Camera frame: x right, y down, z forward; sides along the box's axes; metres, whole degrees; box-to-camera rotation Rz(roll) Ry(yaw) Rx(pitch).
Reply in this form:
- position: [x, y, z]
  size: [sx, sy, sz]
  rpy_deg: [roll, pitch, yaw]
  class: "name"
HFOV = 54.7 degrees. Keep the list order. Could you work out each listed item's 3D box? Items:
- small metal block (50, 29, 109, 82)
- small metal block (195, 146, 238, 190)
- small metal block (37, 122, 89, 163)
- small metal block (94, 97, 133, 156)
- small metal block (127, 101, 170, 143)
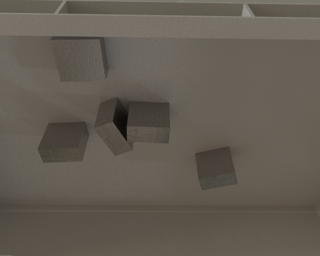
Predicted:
- position: [-0.086, -0.079, 0.341]
  size: [0.050, 0.025, 0.050]
  rpy_deg: [-1, 130, 0]
  class: "small metal block"
- position: [0.080, 0.057, 0.442]
  size: [0.050, 0.050, 0.025]
  rpy_deg: [-13, 129, 10]
  class: "small metal block"
- position: [-0.125, 0.018, 0.407]
  size: [0.050, 0.050, 0.025]
  rpy_deg: [-2, 130, 1]
  class: "small metal block"
- position: [-0.055, -0.002, 0.390]
  size: [0.025, 0.050, 0.050]
  rpy_deg: [-19, 128, 15]
  class: "small metal block"
- position: [-0.014, -0.008, 0.386]
  size: [0.050, 0.050, 0.025]
  rpy_deg: [2, 130, -2]
  class: "small metal block"
